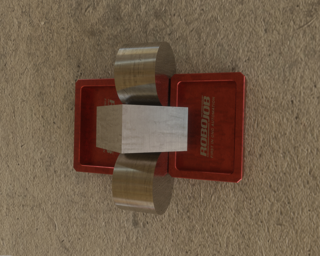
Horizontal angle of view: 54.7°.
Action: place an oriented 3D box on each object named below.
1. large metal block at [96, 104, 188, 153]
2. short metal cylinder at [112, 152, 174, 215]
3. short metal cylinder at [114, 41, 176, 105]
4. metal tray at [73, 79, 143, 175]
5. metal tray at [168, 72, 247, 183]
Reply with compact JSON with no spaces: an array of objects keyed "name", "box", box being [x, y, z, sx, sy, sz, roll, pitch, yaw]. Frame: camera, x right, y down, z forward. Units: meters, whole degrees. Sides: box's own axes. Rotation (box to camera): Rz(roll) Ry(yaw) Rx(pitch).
[{"name":"large metal block","box":[-0.023,0.000,0.367,0.080,0.081,0.050,3,93,60]},{"name":"short metal cylinder","box":[-0.018,0.065,0.387,0.050,0.080,0.079,2,91,20]},{"name":"short metal cylinder","box":[-0.015,-0.065,0.386,0.050,0.080,0.079,2,91,20]},{"name":"metal tray","box":[-0.073,-0.002,0.434,0.090,0.030,0.129,2,91,19]},{"name":"metal tray","box":[0.059,-0.002,0.387,0.090,0.030,0.129,2,91,19]}]
